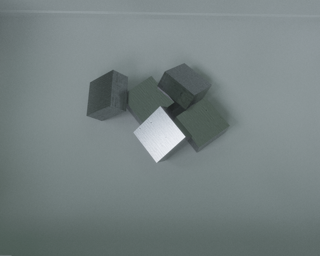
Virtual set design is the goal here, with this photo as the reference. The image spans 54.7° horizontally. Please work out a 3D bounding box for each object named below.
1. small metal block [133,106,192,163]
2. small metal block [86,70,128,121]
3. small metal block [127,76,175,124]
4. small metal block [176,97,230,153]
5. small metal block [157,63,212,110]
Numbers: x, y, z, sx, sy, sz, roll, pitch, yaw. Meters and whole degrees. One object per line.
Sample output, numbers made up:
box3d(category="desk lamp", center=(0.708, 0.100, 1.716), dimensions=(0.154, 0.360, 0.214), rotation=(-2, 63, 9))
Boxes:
box3d(category="small metal block", center=(0.003, 0.008, 0.393), dimensions=(0.050, 0.025, 0.050), rotation=(-44, 73, 18))
box3d(category="small metal block", center=(-0.069, -0.042, 0.408), dimensions=(0.050, 0.025, 0.050), rotation=(-17, 63, 40))
box3d(category="small metal block", center=(-0.016, -0.034, 0.420), dimensions=(0.050, 0.025, 0.050), rotation=(-36, 74, -13))
box3d(category="small metal block", center=(0.055, -0.004, 0.410), dimensions=(0.050, 0.025, 0.050), rotation=(-34, 74, -12))
box3d(category="small metal block", center=(0.034, -0.057, 0.417), dimensions=(0.050, 0.025, 0.050), rotation=(41, 40, 13))
